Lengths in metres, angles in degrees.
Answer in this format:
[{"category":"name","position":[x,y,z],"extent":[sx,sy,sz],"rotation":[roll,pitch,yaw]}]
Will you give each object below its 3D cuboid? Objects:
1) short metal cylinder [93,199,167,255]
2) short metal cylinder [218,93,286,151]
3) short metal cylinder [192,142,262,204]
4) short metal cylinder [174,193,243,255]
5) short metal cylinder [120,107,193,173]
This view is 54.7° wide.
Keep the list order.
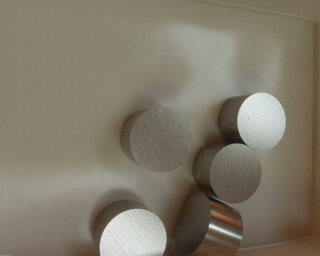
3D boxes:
[{"category":"short metal cylinder","position":[-0.038,0.134,0.384],"extent":[0.081,0.050,0.079],"rotation":[0,90,-21]},{"category":"short metal cylinder","position":[0.132,-0.009,0.448],"extent":[0.081,0.050,0.079],"rotation":[0,90,-21]},{"category":"short metal cylinder","position":[0.093,0.060,0.433],"extent":[0.081,0.050,0.079],"rotation":[0,90,-21]},{"category":"short metal cylinder","position":[0.062,0.132,0.406],"extent":[0.050,0.080,0.080],"rotation":[27,81,-19]},{"category":"short metal cylinder","position":[-0.006,0.014,0.396],"extent":[0.081,0.050,0.079],"rotation":[0,90,-21]}]
